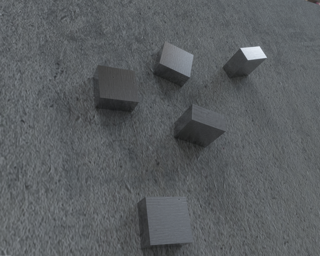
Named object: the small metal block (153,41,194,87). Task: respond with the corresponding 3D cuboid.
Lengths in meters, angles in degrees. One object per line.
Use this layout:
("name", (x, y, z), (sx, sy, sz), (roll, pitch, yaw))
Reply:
("small metal block", (0.021, -0.098, 0.474), (0.050, 0.025, 0.050), (23, 53, -15))

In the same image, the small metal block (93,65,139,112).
("small metal block", (-0.058, -0.051, 0.403), (0.050, 0.025, 0.050), (5, 60, -26))

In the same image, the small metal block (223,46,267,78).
("small metal block", (0.146, -0.113, 0.535), (0.050, 0.050, 0.025), (-14, 69, -34))

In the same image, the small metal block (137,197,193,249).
("small metal block", (0.005, 0.104, 0.343), (0.050, 0.025, 0.050), (6, 59, -25))

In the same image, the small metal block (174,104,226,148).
("small metal block", (0.053, -0.002, 0.417), (0.050, 0.050, 0.025), (18, 55, -18))
